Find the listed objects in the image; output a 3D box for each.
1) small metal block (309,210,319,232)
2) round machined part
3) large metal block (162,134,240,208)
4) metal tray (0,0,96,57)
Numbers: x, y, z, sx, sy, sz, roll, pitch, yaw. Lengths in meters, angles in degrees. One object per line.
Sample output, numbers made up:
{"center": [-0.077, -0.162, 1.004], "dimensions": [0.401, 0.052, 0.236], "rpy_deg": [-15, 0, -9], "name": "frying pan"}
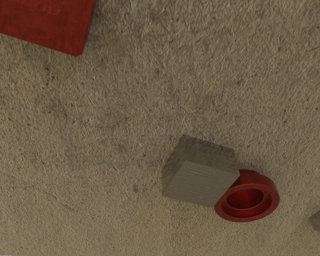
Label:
{"center": [0.307, 0.165, 0.553], "dimensions": [0.050, 0.025, 0.050], "rpy_deg": [23, 126, -19], "name": "small metal block"}
{"center": [0.132, 0.103, 0.486], "dimensions": [0.099, 0.042, 0.097], "rpy_deg": [-1, 130, 0], "name": "round machined part"}
{"center": [0.055, 0.064, 0.446], "dimensions": [0.081, 0.050, 0.079], "rpy_deg": [17, 128, -14], "name": "large metal block"}
{"center": [-0.128, -0.131, 0.291], "dimensions": [0.131, 0.030, 0.089], "rpy_deg": [16, 128, -14], "name": "metal tray"}
